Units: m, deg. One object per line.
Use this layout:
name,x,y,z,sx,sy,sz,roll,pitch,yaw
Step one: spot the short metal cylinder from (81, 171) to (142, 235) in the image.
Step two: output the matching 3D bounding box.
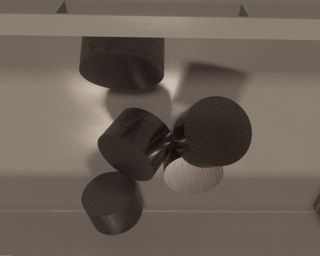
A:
short metal cylinder,-0.071,0.113,0.468,0.080,0.080,0.050,-8,130,6

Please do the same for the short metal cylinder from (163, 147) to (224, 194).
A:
short metal cylinder,0.045,0.048,0.435,0.081,0.050,0.079,-1,130,0

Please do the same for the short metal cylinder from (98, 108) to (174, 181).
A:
short metal cylinder,-0.030,0.021,0.388,0.080,0.050,0.080,22,142,19

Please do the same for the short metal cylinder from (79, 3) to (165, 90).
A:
short metal cylinder,-0.036,-0.076,0.304,0.081,0.050,0.080,1,165,0

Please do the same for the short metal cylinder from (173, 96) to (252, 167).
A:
short metal cylinder,0.061,0.007,0.371,0.081,0.080,0.050,11,168,-10
